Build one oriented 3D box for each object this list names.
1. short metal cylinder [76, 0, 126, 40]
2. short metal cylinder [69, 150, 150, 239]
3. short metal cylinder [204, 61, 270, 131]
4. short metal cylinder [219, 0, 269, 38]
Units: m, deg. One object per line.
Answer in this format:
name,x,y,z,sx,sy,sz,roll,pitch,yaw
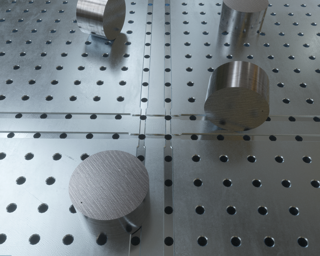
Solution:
short metal cylinder,-0.101,-0.199,0.538,0.050,0.080,0.080,18,52,14
short metal cylinder,-0.051,0.071,0.331,0.081,0.050,0.080,0,50,0
short metal cylinder,0.102,-0.040,0.407,0.080,0.080,0.050,10,51,8
short metal cylinder,0.153,-0.211,0.571,0.081,0.050,0.080,0,50,0
